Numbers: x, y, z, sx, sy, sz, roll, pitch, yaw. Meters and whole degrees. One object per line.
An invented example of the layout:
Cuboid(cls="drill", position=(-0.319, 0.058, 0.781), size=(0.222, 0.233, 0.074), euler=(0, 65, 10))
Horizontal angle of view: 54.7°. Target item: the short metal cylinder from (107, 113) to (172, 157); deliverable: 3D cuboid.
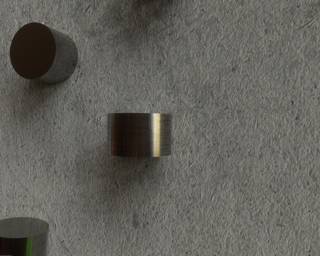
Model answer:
Cuboid(cls="short metal cylinder", position=(-0.026, 0.008, 0.389), size=(0.080, 0.080, 0.050), euler=(1, 91, 20))

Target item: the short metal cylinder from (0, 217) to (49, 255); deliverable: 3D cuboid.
Cuboid(cls="short metal cylinder", position=(-0.207, 0.169, 0.453), size=(0.080, 0.080, 0.050), euler=(8, 93, 20))

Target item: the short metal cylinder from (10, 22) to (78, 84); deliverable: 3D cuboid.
Cuboid(cls="short metal cylinder", position=(-0.170, -0.108, 0.456), size=(0.080, 0.050, 0.080), euler=(0, 90, 20))
